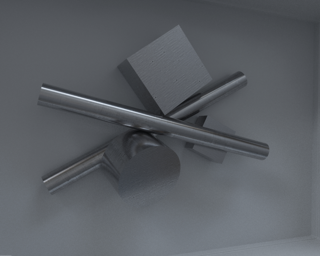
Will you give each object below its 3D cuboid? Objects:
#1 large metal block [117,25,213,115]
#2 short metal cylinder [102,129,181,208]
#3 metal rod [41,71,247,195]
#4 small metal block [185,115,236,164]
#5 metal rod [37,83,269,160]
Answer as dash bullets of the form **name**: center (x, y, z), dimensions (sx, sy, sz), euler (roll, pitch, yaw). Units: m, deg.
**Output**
- **large metal block**: center (0.006, -0.071, 0.398), dimensions (0.080, 0.050, 0.080), euler (-38, 103, -16)
- **short metal cylinder**: center (-0.023, 0.047, 0.373), dimensions (0.081, 0.050, 0.079), euler (-14, 119, -27)
- **metal rod**: center (-0.006, -0.002, 0.407), dimensions (0.302, 0.025, 0.025), euler (-29, 100, -18)
- **small metal block**: center (0.071, 0.016, 0.435), dimensions (0.050, 0.025, 0.050), euler (28, 81, -18)
- **metal rod**: center (0.008, -0.002, 0.386), dimensions (0.302, 0.025, 0.025), euler (14, 85, -20)
